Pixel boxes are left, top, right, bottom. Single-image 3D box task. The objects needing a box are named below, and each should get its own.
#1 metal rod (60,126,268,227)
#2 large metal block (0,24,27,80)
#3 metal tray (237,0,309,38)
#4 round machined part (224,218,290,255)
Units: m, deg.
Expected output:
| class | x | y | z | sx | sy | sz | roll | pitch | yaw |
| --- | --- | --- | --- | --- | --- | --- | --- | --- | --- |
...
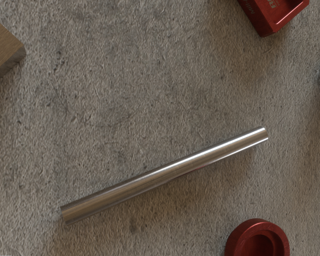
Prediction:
| class | x | y | z | sx | sy | sz | roll | pitch | yaw |
| --- | --- | --- | --- | --- | --- | --- | --- | --- | --- |
| metal rod | 0.020 | 0.057 | 0.417 | 0.302 | 0.025 | 0.025 | -20 | 97 | -19 |
| large metal block | -0.202 | -0.083 | 0.321 | 0.080 | 0.050 | 0.080 | 44 | 76 | -15 |
| metal tray | 0.157 | -0.216 | 0.465 | 0.090 | 0.030 | 0.130 | -41 | 103 | -16 |
| round machined part | 0.136 | 0.180 | 0.452 | 0.099 | 0.042 | 0.097 | 0 | 90 | -21 |
